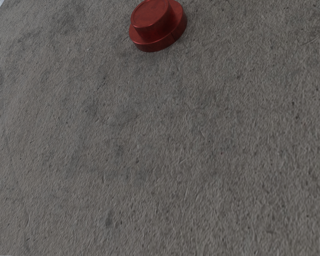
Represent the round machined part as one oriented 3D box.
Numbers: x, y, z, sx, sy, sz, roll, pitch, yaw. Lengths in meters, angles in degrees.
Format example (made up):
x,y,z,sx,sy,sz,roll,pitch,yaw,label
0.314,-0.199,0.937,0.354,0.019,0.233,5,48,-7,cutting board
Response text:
x,y,z,sx,sy,sz,roll,pitch,yaw,label
-0.009,-0.175,0.505,0.098,0.042,0.098,-13,56,21,round machined part
